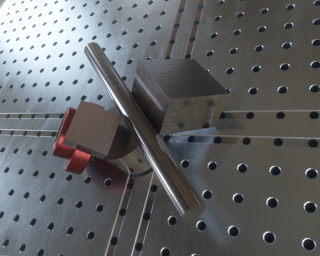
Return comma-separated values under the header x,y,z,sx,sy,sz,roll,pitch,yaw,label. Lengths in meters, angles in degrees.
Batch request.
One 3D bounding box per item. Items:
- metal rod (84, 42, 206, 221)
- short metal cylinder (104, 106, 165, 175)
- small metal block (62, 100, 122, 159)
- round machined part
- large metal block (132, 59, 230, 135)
x,y,z,sx,sy,sz,roll,pitch,yaw,label
-0.035,-0.021,0.370,0.025,0.025,0.300,-37,51,3,metal rod
-0.040,0.014,0.399,0.080,0.050,0.080,-13,56,21,short metal cylinder
-0.079,0.003,0.360,0.025,0.050,0.050,-34,35,61,small metal block
-0.113,0.010,0.413,0.097,0.042,0.098,-52,27,40,round machined part
0.021,-0.041,0.373,0.081,0.050,0.080,-8,44,-30,large metal block
